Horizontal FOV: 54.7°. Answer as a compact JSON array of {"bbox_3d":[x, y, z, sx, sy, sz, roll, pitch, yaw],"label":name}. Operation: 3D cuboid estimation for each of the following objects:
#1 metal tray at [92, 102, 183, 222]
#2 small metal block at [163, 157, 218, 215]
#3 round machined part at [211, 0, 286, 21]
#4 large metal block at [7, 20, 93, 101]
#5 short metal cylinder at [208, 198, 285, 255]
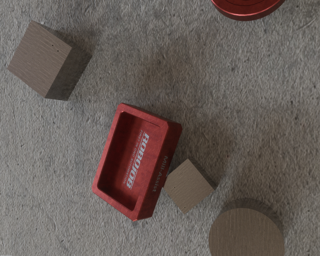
[{"bbox_3d":[-0.033,0.041,0.404,0.090,0.030,0.129,24,98,36],"label":"metal tray"},{"bbox_3d":[0.037,0.073,0.396,0.050,0.025,0.050,-43,77,15],"label":"small metal block"},{"bbox_3d":[0.105,-0.174,0.363,0.098,0.042,0.097,0,90,20],"label":"round machined part"},{"bbox_3d":[-0.160,-0.096,0.452,0.080,0.050,0.080,36,101,16],"label":"large metal block"},{"bbox_3d":[0.101,0.127,0.360,0.080,0.050,0.080,0,90,20],"label":"short metal cylinder"}]
